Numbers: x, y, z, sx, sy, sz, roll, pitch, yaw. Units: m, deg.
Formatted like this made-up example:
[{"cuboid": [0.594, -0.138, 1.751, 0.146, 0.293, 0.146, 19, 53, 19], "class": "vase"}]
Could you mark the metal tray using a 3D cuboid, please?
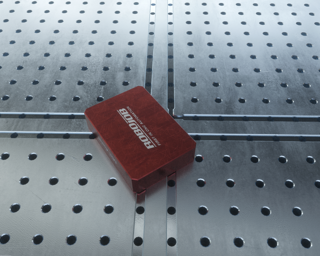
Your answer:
[{"cuboid": [-0.027, 0.008, 0.398, 0.091, 0.030, 0.130, -27, 55, -21], "class": "metal tray"}]
